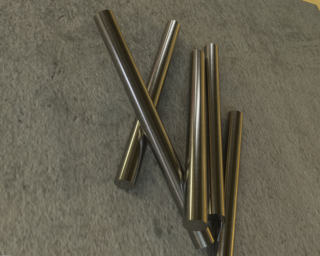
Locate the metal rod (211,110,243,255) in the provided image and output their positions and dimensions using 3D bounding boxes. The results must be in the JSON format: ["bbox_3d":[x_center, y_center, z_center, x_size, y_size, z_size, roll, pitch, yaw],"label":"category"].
[{"bbox_3d":[0.085,0.098,0.391,0.025,0.025,0.300,25,53,-13],"label":"metal rod"}]

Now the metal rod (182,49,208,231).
[{"bbox_3d":[0.048,-0.011,0.409,0.025,0.025,0.300,22,44,-15],"label":"metal rod"}]

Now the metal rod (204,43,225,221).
[{"bbox_3d":[0.076,-0.016,0.449,0.025,0.025,0.300,19,52,-18],"label":"metal rod"}]

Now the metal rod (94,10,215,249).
[{"bbox_3d":[-0.010,-0.004,0.369,0.025,0.025,0.299,-20,83,-36],"label":"metal rod"}]

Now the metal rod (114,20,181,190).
[{"bbox_3d":[-0.008,-0.054,0.433,0.025,0.025,0.300,25,53,-14],"label":"metal rod"}]
